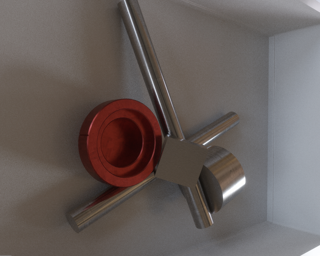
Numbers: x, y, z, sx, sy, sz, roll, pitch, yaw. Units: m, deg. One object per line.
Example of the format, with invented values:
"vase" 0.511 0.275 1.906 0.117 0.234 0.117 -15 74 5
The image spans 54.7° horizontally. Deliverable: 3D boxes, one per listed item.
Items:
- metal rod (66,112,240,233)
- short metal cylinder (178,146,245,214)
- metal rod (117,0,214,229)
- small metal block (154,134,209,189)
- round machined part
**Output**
"metal rod" 0.014 0.043 0.418 0.302 0.025 0.025 -29 108 -37
"short metal cylinder" 0.069 0.071 0.430 0.050 0.080 0.080 -25 106 -38
"metal rod" 0.010 -0.013 0.392 0.025 0.025 0.298 -25 99 -38
"small metal block" 0.025 0.040 0.374 0.050 0.025 0.050 18 95 -6
"round machined part" -0.048 0.016 0.355 0.099 0.042 0.097 0 90 -40
